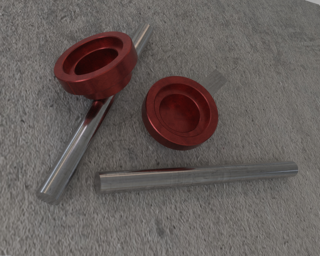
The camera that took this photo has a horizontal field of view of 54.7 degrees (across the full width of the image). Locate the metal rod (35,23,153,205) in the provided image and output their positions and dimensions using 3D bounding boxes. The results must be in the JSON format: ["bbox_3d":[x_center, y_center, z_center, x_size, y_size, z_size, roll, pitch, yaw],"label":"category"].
[{"bbox_3d":[-0.066,-0.042,0.393,0.025,0.025,0.300,29,52,-10],"label":"metal rod"}]

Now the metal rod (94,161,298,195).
[{"bbox_3d":[0.067,0.061,0.402,0.303,0.025,0.025,1,62,-28],"label":"metal rod"}]

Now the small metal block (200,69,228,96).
[{"bbox_3d":[0.065,-0.053,0.455,0.025,0.050,0.050,45,51,3],"label":"small metal block"}]

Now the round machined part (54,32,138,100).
[{"bbox_3d":[-0.073,-0.072,0.376,0.098,0.042,0.098,-11,45,12],"label":"round machined part"}]

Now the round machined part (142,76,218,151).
[{"bbox_3d":[0.023,-0.016,0.408,0.099,0.042,0.098,7,65,-16],"label":"round machined part"}]
